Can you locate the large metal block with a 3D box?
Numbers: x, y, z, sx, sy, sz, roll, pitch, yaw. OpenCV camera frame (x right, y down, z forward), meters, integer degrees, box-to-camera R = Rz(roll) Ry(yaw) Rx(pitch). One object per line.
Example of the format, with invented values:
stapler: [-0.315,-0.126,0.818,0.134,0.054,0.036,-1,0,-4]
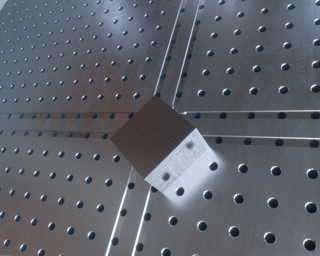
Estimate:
large metal block: [-0.001,0.018,0.383,0.080,0.050,0.080,-45,51,-3]
